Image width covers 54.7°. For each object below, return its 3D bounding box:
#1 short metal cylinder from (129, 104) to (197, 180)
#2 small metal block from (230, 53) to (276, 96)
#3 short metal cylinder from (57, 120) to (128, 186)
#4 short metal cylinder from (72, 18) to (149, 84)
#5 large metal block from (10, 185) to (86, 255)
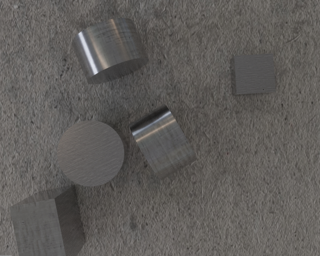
[{"bbox_3d":[0.004,0.017,0.382,0.050,0.080,0.080,-30,90,0],"label":"short metal cylinder"},{"bbox_3d":[0.122,-0.070,0.411,0.050,0.025,0.050,-4,90,0],"label":"small metal block"},{"bbox_3d":[-0.083,0.030,0.397,0.081,0.050,0.079,0,90,0],"label":"short metal cylinder"},{"bbox_3d":[-0.060,-0.093,0.382,0.080,0.080,0.050,-22,90,0],"label":"short metal cylinder"},{"bbox_3d":[-0.133,0.121,0.381,0.050,0.080,0.080,-11,90,0],"label":"large metal block"}]
